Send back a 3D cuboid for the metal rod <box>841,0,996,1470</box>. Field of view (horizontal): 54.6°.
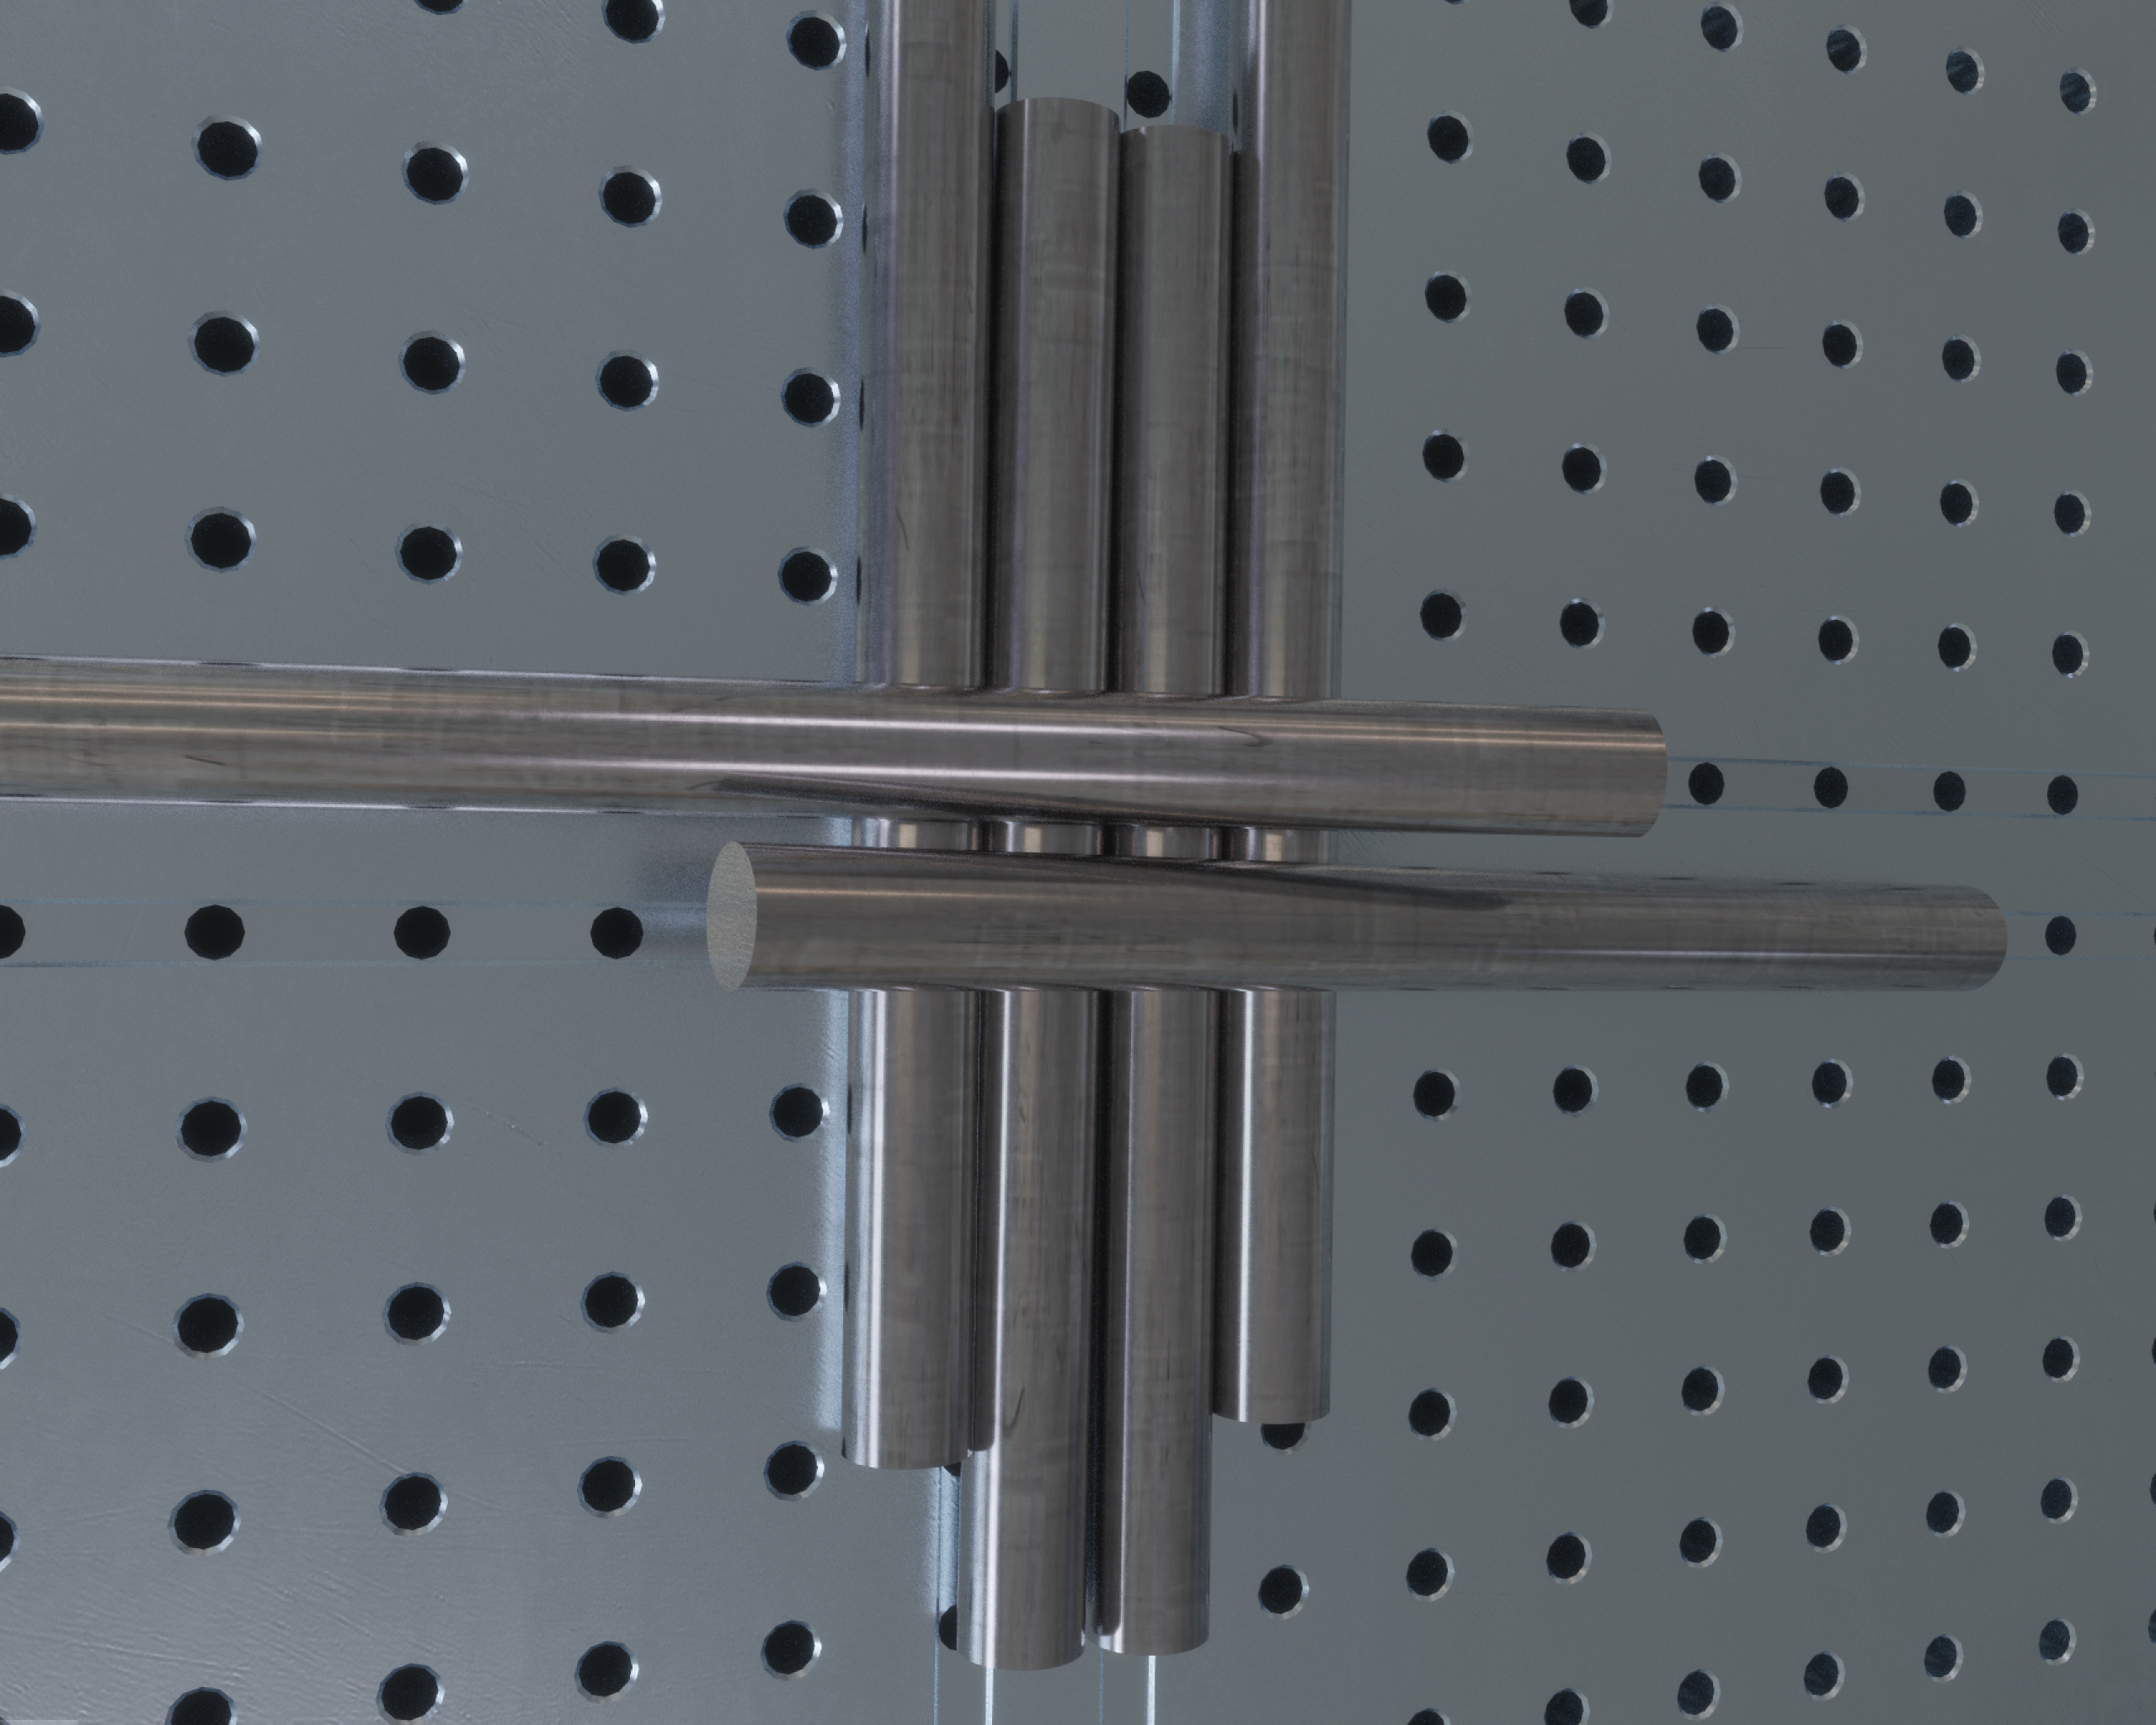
[{"bbox_3d":[-0.030,-0.037,0.400,0.025,0.025,0.298,1,90,-20],"label":"metal rod"}]

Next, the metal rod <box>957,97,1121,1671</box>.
[{"bbox_3d":[-0.008,0.004,0.408,0.025,0.025,0.298,1,90,-20],"label":"metal rod"}]

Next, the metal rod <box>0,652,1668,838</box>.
[{"bbox_3d":[-0.040,-0.020,0.373,0.302,0.025,0.025,1,90,-11],"label":"metal rod"}]

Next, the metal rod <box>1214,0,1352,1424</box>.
[{"bbox_3d":[0.041,-0.038,0.427,0.025,0.025,0.298,1,90,-20],"label":"metal rod"}]

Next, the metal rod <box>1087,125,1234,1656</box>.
[{"bbox_3d":[0.016,0.005,0.419,0.025,0.025,0.298,1,90,-20],"label":"metal rod"}]

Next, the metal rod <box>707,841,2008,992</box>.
[{"bbox_3d":[0.075,0.013,0.418,0.302,0.025,0.025,2,90,-29],"label":"metal rod"}]
